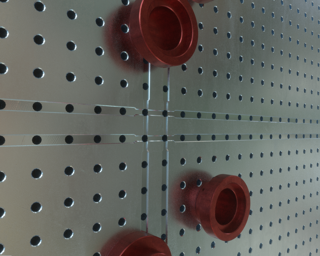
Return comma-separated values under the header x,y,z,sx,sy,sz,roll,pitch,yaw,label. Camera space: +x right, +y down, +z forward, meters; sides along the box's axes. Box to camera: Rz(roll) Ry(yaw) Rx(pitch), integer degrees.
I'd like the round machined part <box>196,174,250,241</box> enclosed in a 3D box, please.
x,y,z,sx,sy,sz,roll,pitch,yaw,label
0.094,0.120,0.480,0.099,0.042,0.097,0,90,-40,round machined part

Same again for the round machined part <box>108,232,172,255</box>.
x,y,z,sx,sy,sz,roll,pitch,yaw,label
-0.020,0.184,0.384,0.099,0.042,0.097,0,91,-40,round machined part

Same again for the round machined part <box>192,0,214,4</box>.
x,y,z,sx,sy,sz,roll,pitch,yaw,label
0.052,-0.228,0.443,0.099,0.042,0.097,0,90,-40,round machined part

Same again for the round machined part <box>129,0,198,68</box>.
x,y,z,sx,sy,sz,roll,pitch,yaw,label
0.001,-0.126,0.400,0.099,0.042,0.097,0,90,-40,round machined part
